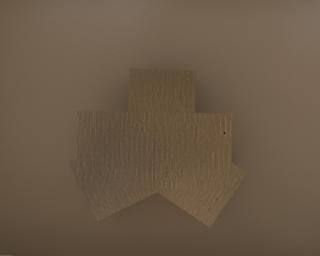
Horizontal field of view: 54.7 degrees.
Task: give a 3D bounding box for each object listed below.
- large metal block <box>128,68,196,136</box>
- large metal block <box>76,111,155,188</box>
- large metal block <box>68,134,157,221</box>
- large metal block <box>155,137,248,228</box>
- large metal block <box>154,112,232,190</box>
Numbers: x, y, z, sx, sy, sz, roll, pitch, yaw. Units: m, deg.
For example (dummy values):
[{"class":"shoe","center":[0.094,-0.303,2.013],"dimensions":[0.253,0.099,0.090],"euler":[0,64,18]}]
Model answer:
[{"class":"large metal block","center":[0.002,-0.031,0.397],"dimensions":[0.081,0.050,0.080],"euler":[2,90,0]},{"class":"large metal block","center":[-0.046,0.022,0.347],"dimensions":[0.081,0.050,0.080],"euler":[1,90,0]},{"class":"large metal block","center":[-0.057,0.059,0.397],"dimensions":[0.080,0.050,0.080],"euler":[-26,90,0]},{"class":"large metal block","center":[0.050,0.064,0.396],"dimensions":[0.080,0.050,0.080],"euler":[34,90,0]},{"class":"large metal block","center":[0.034,0.024,0.346],"dimensions":[0.081,0.050,0.080],"euler":[1,90,0]}]
